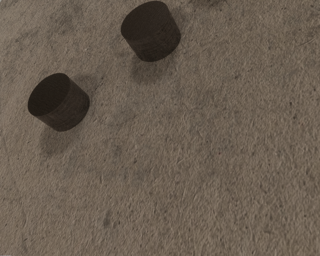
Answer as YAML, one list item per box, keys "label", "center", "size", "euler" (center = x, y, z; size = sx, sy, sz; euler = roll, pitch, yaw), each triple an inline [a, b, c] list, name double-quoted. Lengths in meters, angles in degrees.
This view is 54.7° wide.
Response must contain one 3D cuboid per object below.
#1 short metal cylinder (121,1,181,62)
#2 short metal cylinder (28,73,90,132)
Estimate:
- label: "short metal cylinder"
  center: [-0.014, -0.151, 0.486]
  size: [0.080, 0.050, 0.080]
  euler: [-13, 56, 20]
- label: "short metal cylinder"
  center: [-0.161, -0.041, 0.495]
  size: [0.080, 0.050, 0.080]
  euler: [-13, 56, 20]
